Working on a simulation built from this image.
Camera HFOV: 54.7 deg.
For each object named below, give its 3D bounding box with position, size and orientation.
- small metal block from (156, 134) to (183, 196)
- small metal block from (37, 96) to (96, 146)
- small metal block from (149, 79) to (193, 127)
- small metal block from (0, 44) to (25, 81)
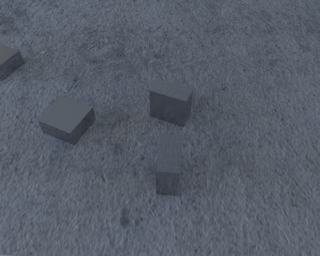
[{"bbox_3d":[0.011,0.042,0.352,0.025,0.050,0.050,5,50,4],"label":"small metal block"},{"bbox_3d":[-0.122,-0.011,0.411,0.050,0.025,0.050,20,53,16],"label":"small metal block"},{"bbox_3d":[0.015,-0.033,0.415,0.050,0.050,0.025,19,53,15],"label":"small metal block"},{"bbox_3d":[-0.255,-0.105,0.488,0.050,0.025,0.050,20,53,16],"label":"small metal block"}]
